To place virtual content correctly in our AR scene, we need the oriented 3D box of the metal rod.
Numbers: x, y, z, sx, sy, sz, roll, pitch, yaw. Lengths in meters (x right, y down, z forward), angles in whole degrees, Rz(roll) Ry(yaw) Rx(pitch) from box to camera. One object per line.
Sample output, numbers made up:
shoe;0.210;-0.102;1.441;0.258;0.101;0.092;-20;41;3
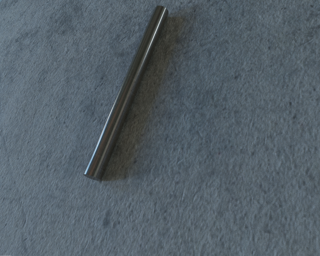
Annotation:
metal rod;-0.043;-0.065;0.464;0.025;0.025;0.300;6;64;30
